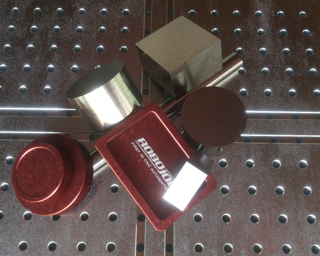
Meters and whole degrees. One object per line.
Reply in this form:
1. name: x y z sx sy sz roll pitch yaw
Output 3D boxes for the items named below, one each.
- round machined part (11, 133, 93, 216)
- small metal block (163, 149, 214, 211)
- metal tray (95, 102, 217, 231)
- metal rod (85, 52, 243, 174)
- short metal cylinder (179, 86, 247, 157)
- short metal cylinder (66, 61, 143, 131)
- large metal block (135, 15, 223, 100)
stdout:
1. round machined part: -0.133 0.054 0.368 0.098 0.042 0.098 -4 75 15
2. small metal block: 0.033 0.057 0.347 0.025 0.050 0.050 33 109 9
3. metal tray: -0.005 0.045 0.377 0.090 0.030 0.130 -36 87 -12
4. metal rod: -0.008 -0.012 0.418 0.301 0.025 0.025 -36 74 -12
5. short metal cylinder: 0.066 -0.007 0.401 0.081 0.050 0.080 0 70 0
6. short metal cylinder: -0.069 -0.042 0.391 0.080 0.050 0.080 -21 31 14
7. large metal block: 0.026 -0.098 0.422 0.080 0.050 0.080 -35 54 -12
